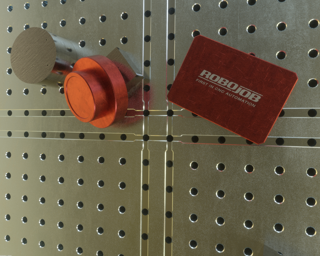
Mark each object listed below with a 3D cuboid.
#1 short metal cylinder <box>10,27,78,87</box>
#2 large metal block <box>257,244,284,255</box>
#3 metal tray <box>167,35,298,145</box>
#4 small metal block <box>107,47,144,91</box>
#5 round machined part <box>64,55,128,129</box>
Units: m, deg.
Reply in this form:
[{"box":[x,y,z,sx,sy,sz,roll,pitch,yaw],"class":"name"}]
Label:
[{"box":[-0.171,-0.102,0.460,0.080,0.050,0.080,0,90,20],"class":"short metal cylinder"},{"box":[0.136,0.196,0.351,0.080,0.050,0.080,28,99,17],"class":"large metal block"},{"box":[0.086,-0.048,0.380,0.130,0.030,0.090,28,99,17],"class":"metal tray"},{"box":[-0.059,-0.075,0.434,0.050,0.025,0.050,-39,78,16],"class":"small metal block"},{"box":[-0.091,-0.045,0.413,0.098,0.042,0.097,21,123,38],"class":"round machined part"}]
